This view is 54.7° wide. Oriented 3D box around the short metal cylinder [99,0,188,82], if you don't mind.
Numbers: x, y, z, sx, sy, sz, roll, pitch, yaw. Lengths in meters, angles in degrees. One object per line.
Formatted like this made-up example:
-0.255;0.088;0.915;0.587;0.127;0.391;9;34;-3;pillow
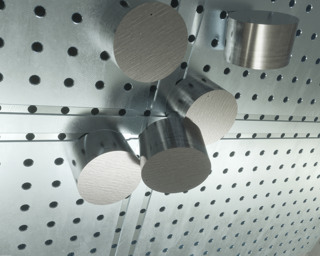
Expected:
-0.018;-0.095;0.326;0.081;0.050;0.079;-14;124;-21;short metal cylinder

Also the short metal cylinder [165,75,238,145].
0.054;-0.023;0.410;0.081;0.050;0.079;-14;125;-21;short metal cylinder

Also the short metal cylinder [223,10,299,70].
0.119;-0.108;0.374;0.081;0.080;0.050;-13;124;-22;short metal cylinder

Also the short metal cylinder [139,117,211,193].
0.016;0.034;0.371;0.081;0.050;0.079;-5;132;-5;short metal cylinder

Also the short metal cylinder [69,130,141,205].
-0.068;0.049;0.388;0.081;0.050;0.079;-14;124;-21;short metal cylinder
